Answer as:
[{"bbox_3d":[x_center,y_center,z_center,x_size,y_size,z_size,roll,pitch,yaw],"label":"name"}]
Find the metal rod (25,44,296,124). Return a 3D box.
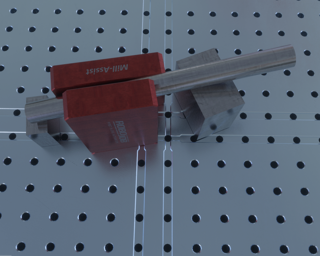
[{"bbox_3d":[-0.004,-0.048,0.349,0.302,0.025,0.025,-12,70,5],"label":"metal rod"}]

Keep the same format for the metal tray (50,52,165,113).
[{"bbox_3d":[-0.060,-0.052,0.395,0.131,0.090,0.030,-8,72,-4],"label":"metal tray"}]

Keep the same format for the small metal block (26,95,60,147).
[{"bbox_3d":[-0.150,-0.008,0.399,0.025,0.050,0.050,-8,70,-3],"label":"small metal block"}]

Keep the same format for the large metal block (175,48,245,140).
[{"bbox_3d":[0.058,-0.040,0.397,0.050,0.080,0.080,-21,72,-8],"label":"large metal block"}]

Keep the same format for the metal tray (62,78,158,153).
[{"bbox_3d":[-0.049,-0.008,0.358,0.091,0.130,0.030,-9,71,-4],"label":"metal tray"}]
